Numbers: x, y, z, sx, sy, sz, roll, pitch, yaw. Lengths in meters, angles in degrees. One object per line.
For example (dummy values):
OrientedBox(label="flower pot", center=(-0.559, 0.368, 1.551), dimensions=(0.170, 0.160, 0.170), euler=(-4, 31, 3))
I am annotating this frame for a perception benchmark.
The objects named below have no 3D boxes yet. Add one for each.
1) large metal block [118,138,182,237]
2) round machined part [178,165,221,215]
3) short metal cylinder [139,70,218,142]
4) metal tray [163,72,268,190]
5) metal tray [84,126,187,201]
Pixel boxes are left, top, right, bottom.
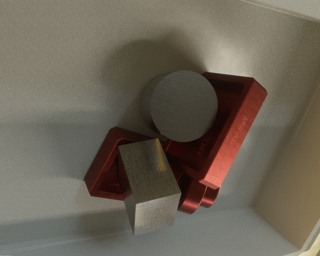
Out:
OrientedBox(label="large metal block", center=(-0.017, 0.072, 0.378), dimensions=(0.050, 0.080, 0.079), euler=(-10, 139, -16))
OrientedBox(label="round machined part", center=(0.056, 0.073, 0.433), dimensions=(0.042, 0.098, 0.097), euler=(19, 112, -4))
OrientedBox(label="short metal cylinder", center=(0.021, -0.026, 0.368), dimensions=(0.081, 0.050, 0.079), euler=(-2, 96, -17))
OrientedBox(label="metal tray", center=(0.061, -0.002, 0.378), dimensions=(0.030, 0.090, 0.130), euler=(31, 85, -35))
OrientedBox(label="metal tray", center=(-0.025, 0.058, 0.426), dimensions=(0.131, 0.030, 0.090), euler=(19, 108, -36))
